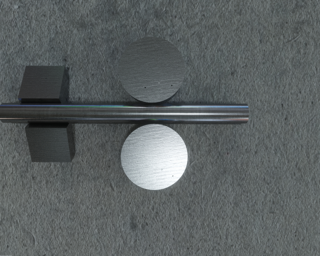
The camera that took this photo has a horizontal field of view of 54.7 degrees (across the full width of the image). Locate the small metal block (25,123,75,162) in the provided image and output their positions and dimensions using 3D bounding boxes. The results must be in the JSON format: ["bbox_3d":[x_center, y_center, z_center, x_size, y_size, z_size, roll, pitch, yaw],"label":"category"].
[{"bbox_3d":[-0.140,0.016,0.400,0.050,0.025,0.050,0,117,-1],"label":"small metal block"}]

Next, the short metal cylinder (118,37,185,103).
[{"bbox_3d":[-0.010,-0.071,0.398,0.081,0.050,0.079,0,90,0],"label":"short metal cylinder"}]

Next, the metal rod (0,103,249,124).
[{"bbox_3d":[-0.043,-0.018,0.386,0.302,0.025,0.025,0,90,0],"label":"metal rod"}]

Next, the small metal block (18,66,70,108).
[{"bbox_3d":[-0.148,-0.053,0.400,0.050,0.025,0.050,0,63,0],"label":"small metal block"}]

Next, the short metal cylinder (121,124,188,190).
[{"bbox_3d":[-0.007,0.035,0.398,0.081,0.050,0.079,0,90,0],"label":"short metal cylinder"}]

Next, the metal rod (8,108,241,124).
[{"bbox_3d":[-0.044,-0.018,0.411,0.302,0.025,0.025,0,90,0],"label":"metal rod"}]
